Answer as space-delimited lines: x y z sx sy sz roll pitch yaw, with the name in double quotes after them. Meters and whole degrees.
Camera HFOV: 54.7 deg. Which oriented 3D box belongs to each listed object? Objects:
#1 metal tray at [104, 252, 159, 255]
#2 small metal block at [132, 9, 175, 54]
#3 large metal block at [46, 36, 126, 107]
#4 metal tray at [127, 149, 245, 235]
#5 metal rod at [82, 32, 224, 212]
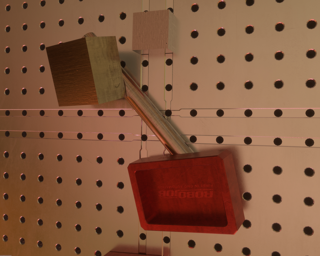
-0.038 0.242 0.422 0.090 0.030 0.129 -4 89 19 "metal tray"
-0.009 -0.127 0.415 0.050 0.025 0.050 2 91 19 "small metal block"
-0.098 -0.074 0.411 0.080 0.050 0.079 0 105 37 "large metal block"
0.028 0.078 0.377 0.130 0.030 0.089 -9 95 32 "metal tray"
-0.011 -0.016 0.415 0.025 0.025 0.300 -43 77 15 "metal rod"
